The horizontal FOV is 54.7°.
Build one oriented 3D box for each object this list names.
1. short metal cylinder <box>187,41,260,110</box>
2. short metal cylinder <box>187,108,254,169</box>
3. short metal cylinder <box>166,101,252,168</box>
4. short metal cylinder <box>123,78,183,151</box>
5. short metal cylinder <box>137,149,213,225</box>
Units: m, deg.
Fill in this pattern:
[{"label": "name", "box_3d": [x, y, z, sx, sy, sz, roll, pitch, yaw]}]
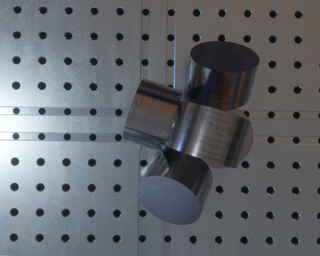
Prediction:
[{"label": "short metal cylinder", "box_3d": [0.075, -0.066, 0.379, 0.081, 0.080, 0.050, 2, 130, 0]}, {"label": "short metal cylinder", "box_3d": [0.073, 0.010, 0.400, 0.081, 0.050, 0.080, 0, 89, 0]}, {"label": "short metal cylinder", "box_3d": [0.052, 0.007, 0.335, 0.080, 0.080, 0.050, 17, 90, 0]}, {"label": "short metal cylinder", "box_3d": [-0.009, -0.016, 0.385, 0.050, 0.080, 0.080, 19, 90, 0]}, {"label": "short metal cylinder", "box_3d": [0.019, 0.072, 0.380, 0.080, 0.050, 0.079, 14, 129, 18]}]
